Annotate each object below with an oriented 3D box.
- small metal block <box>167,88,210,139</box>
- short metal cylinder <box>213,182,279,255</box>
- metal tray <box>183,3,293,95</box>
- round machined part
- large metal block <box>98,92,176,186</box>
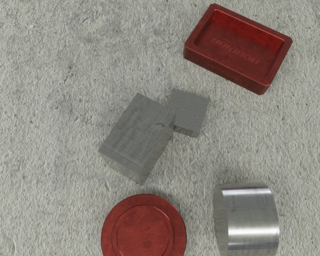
[{"bbox_3d":[0.034,-0.019,0.416,0.050,0.025,0.050,18,71,6],"label":"small metal block"},{"bbox_3d":[0.091,0.101,0.343,0.050,0.080,0.080,-2,70,-1],"label":"short metal cylinder"},{"bbox_3d":[0.111,-0.116,0.449,0.130,0.030,0.090,29,72,9],"label":"metal tray"},{"bbox_3d":[-0.018,0.124,0.353,0.099,0.042,0.098,0,70,-1],"label":"round machined part"},{"bbox_3d":[-0.024,0.017,0.372,0.050,0.080,0.080,29,72,9],"label":"large metal block"}]
